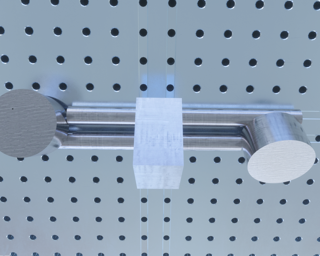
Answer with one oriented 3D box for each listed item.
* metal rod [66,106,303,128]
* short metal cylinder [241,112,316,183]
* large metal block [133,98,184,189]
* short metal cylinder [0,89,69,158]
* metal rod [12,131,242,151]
[{"bbox_3d":[0.032,-0.015,0.408,0.302,0.025,0.025,1,110,-1],"label":"metal rod"},{"bbox_3d":[0.148,0.026,0.397,0.081,0.050,0.079,0,132,0],"label":"short metal cylinder"},{"bbox_3d":[-0.002,0.020,0.359,0.050,0.080,0.080,1,152,0],"label":"large metal block"},{"bbox_3d":[-0.160,-0.005,0.382,0.081,0.050,0.080,0,87,-1],"label":"short metal cylinder"},{"bbox_3d":[-0.043,0.017,0.419,0.302,0.025,0.025,1,110,-1],"label":"metal rod"}]
